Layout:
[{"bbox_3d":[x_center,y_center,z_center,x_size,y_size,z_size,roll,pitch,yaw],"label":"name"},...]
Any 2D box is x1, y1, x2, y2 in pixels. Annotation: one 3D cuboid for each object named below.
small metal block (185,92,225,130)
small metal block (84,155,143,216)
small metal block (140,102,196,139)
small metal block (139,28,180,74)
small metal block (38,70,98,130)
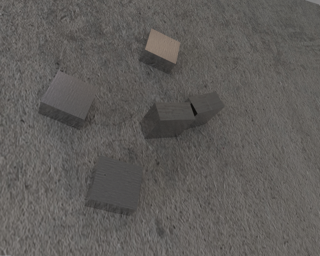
[{"bbox_3d":[0.052,-0.023,0.429,0.050,0.050,0.025,-15,70,-34],"label":"small metal block"},{"bbox_3d":[-0.050,0.063,0.338,0.050,0.025,0.050,19,54,-17],"label":"small metal block"},{"bbox_3d":[0.009,-0.009,0.398,0.050,0.050,0.025,-2,63,-29],"label":"small metal block"},{"bbox_3d":[0.000,-0.118,0.475,0.050,0.025,0.050,22,53,-15],"label":"small metal block"},{"bbox_3d":[-0.107,-0.033,0.366,0.050,0.025,0.050,24,53,-14],"label":"small metal block"}]
